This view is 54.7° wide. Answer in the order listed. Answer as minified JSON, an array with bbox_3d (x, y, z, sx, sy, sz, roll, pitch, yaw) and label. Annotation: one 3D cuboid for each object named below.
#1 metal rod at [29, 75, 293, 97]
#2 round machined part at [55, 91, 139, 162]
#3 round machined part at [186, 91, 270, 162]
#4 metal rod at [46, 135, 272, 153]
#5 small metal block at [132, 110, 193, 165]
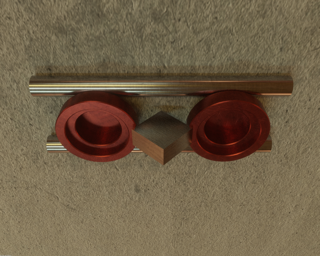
[{"bbox_3d":[0.002,-0.050,0.366,0.302,0.025,0.025,0,130,-1],"label":"metal rod"},{"bbox_3d":[-0.075,-0.006,0.386,0.099,0.042,0.097,0,130,0],"label":"round machined part"},{"bbox_3d":[0.082,-0.006,0.386,0.099,0.042,0.097,0,130,0],"label":"round machined part"},{"bbox_3d":[0.000,0.022,0.427,0.302,0.025,0.025,0,130,-1],"label":"metal rod"},{"bbox_3d":[0.003,0.010,0.366,0.050,0.050,0.025,31,138,32],"label":"small metal block"}]
